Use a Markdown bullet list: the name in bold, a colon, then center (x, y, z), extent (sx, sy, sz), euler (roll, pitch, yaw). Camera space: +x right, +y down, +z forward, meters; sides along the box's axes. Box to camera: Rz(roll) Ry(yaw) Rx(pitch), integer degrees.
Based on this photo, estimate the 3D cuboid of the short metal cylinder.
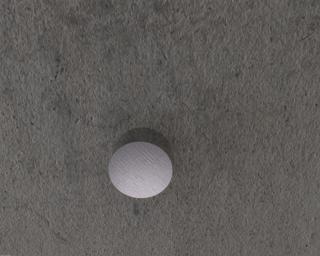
- **short metal cylinder**: center (-0.024, 0.045, 0.413), extent (0.080, 0.050, 0.079), euler (0, 110, 0)
